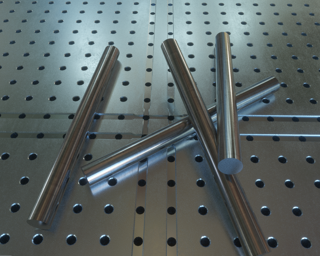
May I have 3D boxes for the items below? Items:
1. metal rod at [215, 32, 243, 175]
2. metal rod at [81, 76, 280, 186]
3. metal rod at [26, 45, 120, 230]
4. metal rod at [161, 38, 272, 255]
[{"bbox_3d":[0.090,-0.058,0.427,0.025,0.025,0.300,6,41,5],"label":"metal rod"},{"bbox_3d":[0.041,-0.005,0.411,0.302,0.025,0.025,-26,55,-20],"label":"metal rod"},{"bbox_3d":[-0.103,-0.013,0.418,0.025,0.025,0.300,7,50,6],"label":"metal rod"},{"bbox_3d":[0.055,0.002,0.378,0.025,0.025,0.299,-13,60,-11],"label":"metal rod"}]
